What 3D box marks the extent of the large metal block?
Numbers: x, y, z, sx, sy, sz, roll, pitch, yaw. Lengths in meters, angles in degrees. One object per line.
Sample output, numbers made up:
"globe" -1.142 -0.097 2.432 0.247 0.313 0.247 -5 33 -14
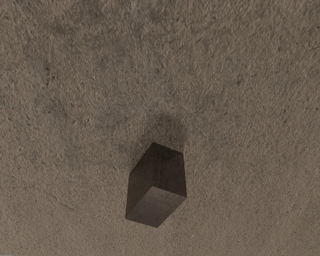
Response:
"large metal block" -0.007 0.081 0.440 0.050 0.080 0.080 23 126 -18
